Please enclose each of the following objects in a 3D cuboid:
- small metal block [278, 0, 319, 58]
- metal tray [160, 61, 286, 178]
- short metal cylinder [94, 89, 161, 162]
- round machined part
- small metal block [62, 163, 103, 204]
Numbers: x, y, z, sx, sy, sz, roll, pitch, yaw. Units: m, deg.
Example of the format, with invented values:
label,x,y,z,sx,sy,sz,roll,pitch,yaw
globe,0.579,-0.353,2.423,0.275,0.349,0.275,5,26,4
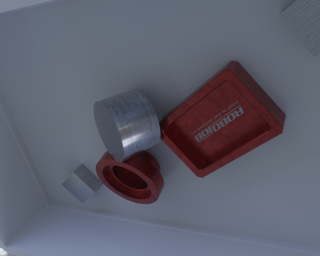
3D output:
label,x,y,z,sx,sy,sz,roll,pitch,yaw
small metal block,0.143,-0.100,0.272,0.050,0.025,0.050,47,129,-5
metal tray,0.066,-0.004,0.366,0.090,0.030,0.129,47,129,-5
short metal cylinder,-0.043,-0.003,0.389,0.080,0.050,0.079,43,146,40
round machined part,-0.039,0.063,0.446,0.098,0.042,0.097,17,140,16
small metal block,-0.135,0.097,0.537,0.050,0.025,0.050,45,129,-3
